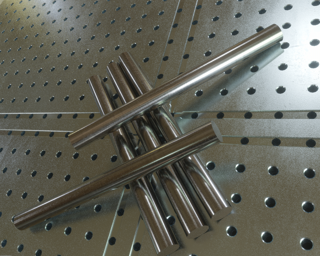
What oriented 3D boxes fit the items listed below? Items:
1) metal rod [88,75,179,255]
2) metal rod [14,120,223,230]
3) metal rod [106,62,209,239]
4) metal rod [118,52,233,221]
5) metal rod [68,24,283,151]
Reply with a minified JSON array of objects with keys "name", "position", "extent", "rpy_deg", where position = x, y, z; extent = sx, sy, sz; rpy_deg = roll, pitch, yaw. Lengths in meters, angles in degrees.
[{"name":"metal rod","position":[-0.049,0.026,0.416],"extent":[0.025,0.025,0.300],"rpy_deg":[-34,52,6]},{"name":"metal rod","position":[-0.066,0.066,0.374],"extent":[0.300,0.025,0.025],"rpy_deg":[-27,52,21]},{"name":"metal rod","position":[-0.018,0.005,0.413],"extent":[0.025,0.025,0.300],"rpy_deg":[-34,52,6]},{"name":"metal rod","position":[0.004,-0.012,0.412],"extent":[0.025,0.025,0.300],"rpy_deg":[-35,52,5]},{"name":"metal rod","position":[0.021,-0.053,0.402],"extent":[0.301,0.025,0.025],"rpy_deg":[-28,52,-1]}]
